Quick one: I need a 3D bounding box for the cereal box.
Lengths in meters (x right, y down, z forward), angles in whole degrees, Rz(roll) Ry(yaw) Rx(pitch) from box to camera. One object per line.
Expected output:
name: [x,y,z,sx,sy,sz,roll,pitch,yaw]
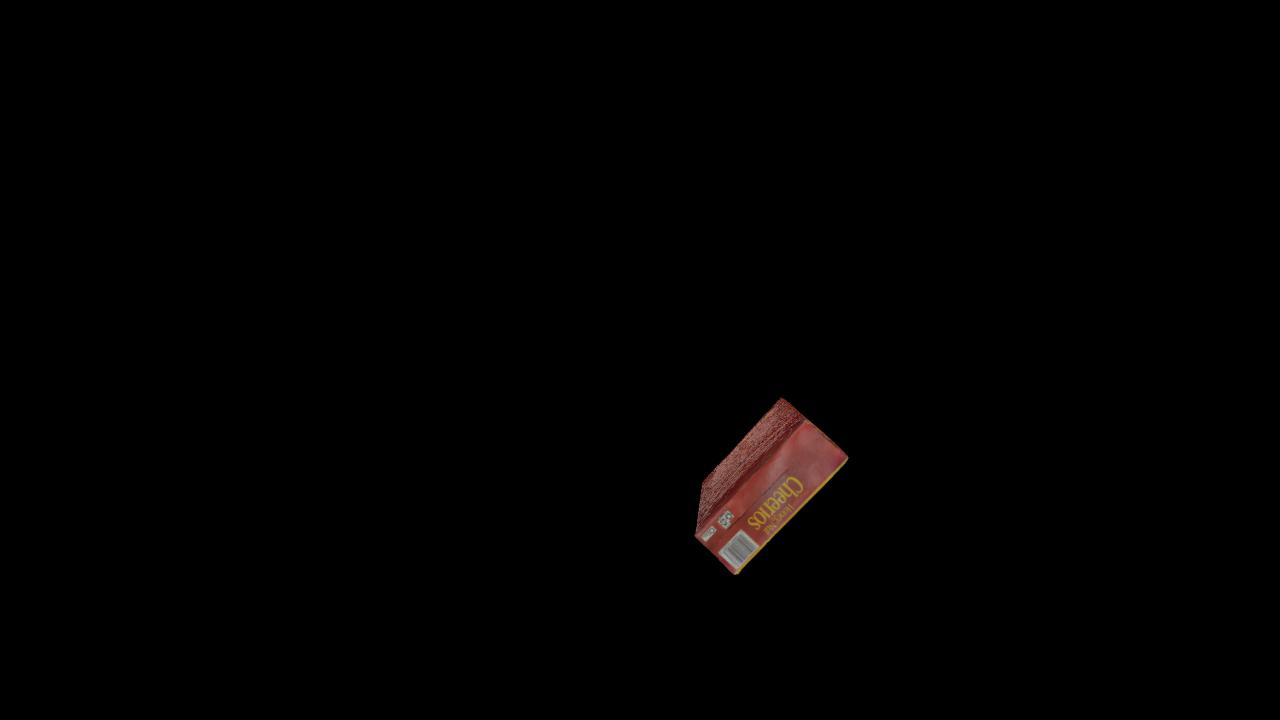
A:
cereal box: [0.176,0.161,0.882,0.081,0.203,0.306,42,6,5]
